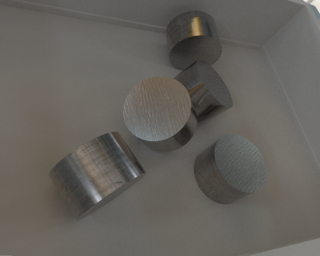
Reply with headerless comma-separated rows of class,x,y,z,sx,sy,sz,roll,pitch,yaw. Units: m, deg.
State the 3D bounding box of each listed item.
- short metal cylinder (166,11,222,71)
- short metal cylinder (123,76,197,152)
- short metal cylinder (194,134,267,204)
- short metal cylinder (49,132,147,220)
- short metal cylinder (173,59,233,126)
short metal cylinder,0.052,-0.133,0.481,0.081,0.080,0.050,7,59,-25
short metal cylinder,0.002,-0.016,0.376,0.080,0.050,0.080,-4,71,13
short metal cylinder,0.092,0.054,0.408,0.081,0.050,0.080,14,56,-21
short metal cylinder,-0.061,0.047,0.310,0.081,0.080,0.050,-28,77,-38
short metal cylinder,0.057,-0.049,0.434,0.080,0.050,0.080,37,34,-30
